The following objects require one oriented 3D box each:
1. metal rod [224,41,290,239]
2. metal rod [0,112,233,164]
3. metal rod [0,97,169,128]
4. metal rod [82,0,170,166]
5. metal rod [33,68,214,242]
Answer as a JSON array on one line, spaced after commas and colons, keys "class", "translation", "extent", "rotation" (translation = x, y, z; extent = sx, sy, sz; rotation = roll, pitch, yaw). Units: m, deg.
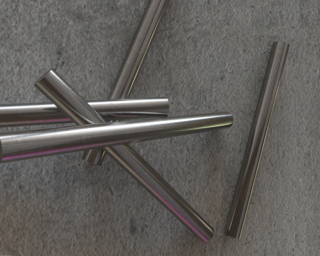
[{"class": "metal rod", "translation": [0.146, 0.014, 0.464], "extent": [0.025, 0.025, 0.299], "rotation": [18, 84, -20]}, {"class": "metal rod", "translation": [-0.017, 0.002, 0.348], "extent": [0.302, 0.025, 0.025], "rotation": [-7, 93, -41]}, {"class": "metal rod", "translation": [-0.138, -0.015, 0.341], "extent": [0.302, 0.025, 0.025], "rotation": [-4, 92, -14]}, {"class": "metal rod", "translation": [-0.030, -0.096, 0.398], "extent": [0.025, 0.025, 0.299], "rotation": [24, 82, -19]}, {"class": "metal rod", "translation": [-0.025, 0.049, 0.370], "extent": [0.025, 0.025, 0.300], "rotation": [-49, 117, -13]}]
